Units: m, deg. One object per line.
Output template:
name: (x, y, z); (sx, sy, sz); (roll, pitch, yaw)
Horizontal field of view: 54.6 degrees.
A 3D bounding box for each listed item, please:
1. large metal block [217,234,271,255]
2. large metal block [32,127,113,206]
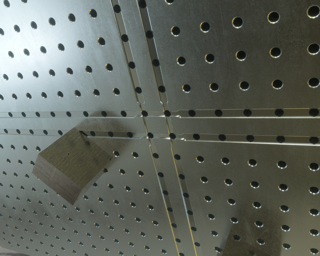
large metal block: (0.118, 0.216, 0.447); (0.080, 0.080, 0.050); (25, 127, 13)
large metal block: (-0.135, 0.058, 0.483); (0.080, 0.080, 0.050); (38, 129, 3)
